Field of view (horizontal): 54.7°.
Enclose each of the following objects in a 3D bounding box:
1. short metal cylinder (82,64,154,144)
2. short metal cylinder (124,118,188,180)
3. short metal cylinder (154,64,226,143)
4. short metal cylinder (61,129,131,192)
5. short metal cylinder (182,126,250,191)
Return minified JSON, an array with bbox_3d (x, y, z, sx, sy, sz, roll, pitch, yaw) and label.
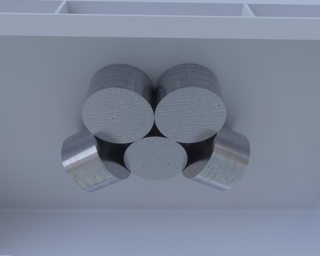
[{"bbox_3d":[-0.047,-0.028,0.367,0.081,0.050,0.079,0,130,0],"label":"short metal cylinder"},{"bbox_3d":[-0.005,0.024,0.411,0.081,0.050,0.079,0,130,0],"label":"short metal cylinder"},{"bbox_3d":[0.034,-0.028,0.367,0.081,0.050,0.079,0,130,0],"label":"short metal cylinder"},{"bbox_3d":[-0.080,0.037,0.402,0.050,0.080,0.080,-24,126,19],"label":"short metal cylinder"},{"bbox_3d":[0.070,0.035,0.401,0.050,0.080,0.080,24,126,-19],"label":"short metal cylinder"}]
